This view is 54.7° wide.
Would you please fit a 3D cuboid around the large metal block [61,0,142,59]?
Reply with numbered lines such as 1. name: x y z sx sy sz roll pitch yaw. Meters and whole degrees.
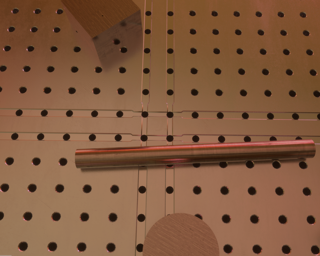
1. large metal block: -0.084 -0.164 0.458 0.080 0.050 0.080 -36 74 -12

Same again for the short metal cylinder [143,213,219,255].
1. short metal cylinder: 0.022 0.139 0.348 0.081 0.050 0.080 0 70 0

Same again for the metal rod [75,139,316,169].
1. metal rod: 0.045 0.033 0.399 0.302 0.025 0.025 -2 70 -1
